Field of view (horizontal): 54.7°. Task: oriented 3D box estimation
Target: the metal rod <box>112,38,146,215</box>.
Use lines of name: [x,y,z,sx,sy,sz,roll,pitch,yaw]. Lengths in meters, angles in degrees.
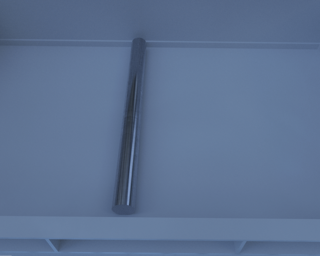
metal rod: [-0.037,-0.027,0.427,0.025,0.025,0.300,1,50,0]
